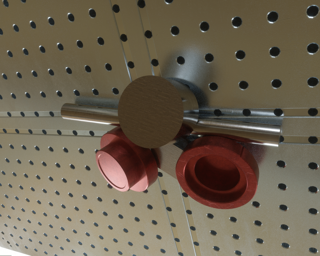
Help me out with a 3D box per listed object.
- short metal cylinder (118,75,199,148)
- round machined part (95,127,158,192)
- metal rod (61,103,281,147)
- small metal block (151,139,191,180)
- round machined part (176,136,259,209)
[{"bbox_3d":[-0.001,-0.019,0.360,0.080,0.050,0.079,1,94,25],"label":"short metal cylinder"},{"bbox_3d":[-0.053,0.050,0.437,0.098,0.042,0.097,29,137,31],"label":"round machined part"},{"bbox_3d":[-0.004,-0.008,0.403,0.301,0.025,0.025,7,122,24],"label":"metal rod"},{"bbox_3d":[0.016,0.034,0.419,0.050,0.025,0.050,32,129,7],"label":"small metal block"},{"bbox_3d":[0.073,0.050,0.385,0.098,0.042,0.097,12,125,17],"label":"round machined part"}]
